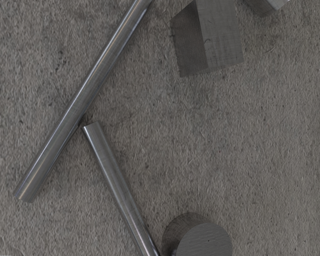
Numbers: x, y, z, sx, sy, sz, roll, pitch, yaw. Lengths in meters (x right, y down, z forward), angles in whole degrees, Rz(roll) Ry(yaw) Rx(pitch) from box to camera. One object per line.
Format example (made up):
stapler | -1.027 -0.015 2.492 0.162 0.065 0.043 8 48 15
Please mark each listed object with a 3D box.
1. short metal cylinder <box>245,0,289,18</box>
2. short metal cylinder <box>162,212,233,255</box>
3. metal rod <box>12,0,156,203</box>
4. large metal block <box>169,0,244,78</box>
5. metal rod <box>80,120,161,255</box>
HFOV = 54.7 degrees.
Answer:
short metal cylinder | 0.157 -0.204 0.437 0.050 0.080 0.080 41 77 -16
short metal cylinder | 0.048 0.159 0.414 0.081 0.050 0.079 0 90 -20
metal rod | -0.084 -0.050 0.377 0.025 0.025 0.299 32 80 -17
large metal block | 0.058 -0.114 0.401 0.050 0.080 0.080 -13 95 -20
metal rod | -0.028 0.131 0.398 0.025 0.025 0.299 -26 99 -18
